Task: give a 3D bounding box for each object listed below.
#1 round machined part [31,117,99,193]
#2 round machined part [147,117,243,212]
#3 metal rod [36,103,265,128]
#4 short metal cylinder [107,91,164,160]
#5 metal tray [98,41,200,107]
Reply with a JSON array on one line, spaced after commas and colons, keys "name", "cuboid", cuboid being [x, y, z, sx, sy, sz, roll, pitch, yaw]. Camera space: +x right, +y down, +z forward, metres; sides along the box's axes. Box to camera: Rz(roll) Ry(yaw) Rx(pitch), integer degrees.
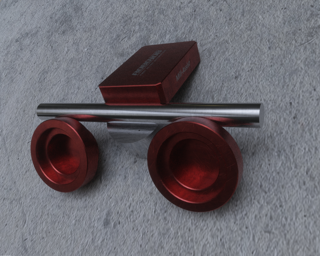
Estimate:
[{"name": "round machined part", "cuboid": [-0.122, 0.033, 0.415, 0.098, 0.042, 0.097, 6, 103, 26]}, {"name": "round machined part", "cuboid": [0.039, 0.035, 0.329, 0.098, 0.042, 0.097, 8, 108, 26]}, {"name": "metal rod", "cuboid": [-0.034, -0.018, 0.369, 0.300, 0.025, 0.025, 2, 63, 29]}, {"name": "short metal cylinder", "cuboid": [-0.021, -0.005, 0.403, 0.080, 0.050, 0.080, -13, 56, 20]}, {"name": "metal tray", "cuboid": [-0.010, -0.075, 0.417, 0.090, 0.030, 0.131, 2, 37, 29]}]
